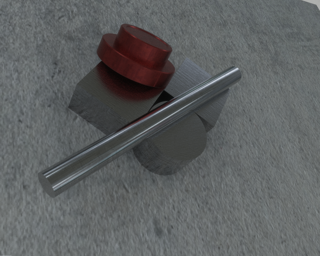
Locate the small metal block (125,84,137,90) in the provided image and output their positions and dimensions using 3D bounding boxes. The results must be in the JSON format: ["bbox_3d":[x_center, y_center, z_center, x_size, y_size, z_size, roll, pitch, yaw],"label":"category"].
[{"bbox_3d":[-0.018,-0.068,0.438,0.050,0.025,0.050,37,51,-4],"label":"small metal block"}]

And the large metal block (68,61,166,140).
[{"bbox_3d":[-0.052,-0.039,0.385,0.080,0.050,0.080,36,51,-4],"label":"large metal block"}]

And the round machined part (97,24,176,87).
[{"bbox_3d":[-0.024,-0.094,0.383,0.099,0.042,0.098,24,25,-12],"label":"round machined part"}]

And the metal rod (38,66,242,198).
[{"bbox_3d":[0.005,-0.014,0.354,0.302,0.025,0.025,-32,80,-38],"label":"metal rod"}]

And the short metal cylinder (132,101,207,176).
[{"bbox_3d":[0.011,0.013,0.388,0.081,0.050,0.080,14,56,-21],"label":"short metal cylinder"}]

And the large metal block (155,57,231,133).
[{"bbox_3d":[0.043,-0.040,0.439,0.080,0.050,0.080,36,51,-5],"label":"large metal block"}]
